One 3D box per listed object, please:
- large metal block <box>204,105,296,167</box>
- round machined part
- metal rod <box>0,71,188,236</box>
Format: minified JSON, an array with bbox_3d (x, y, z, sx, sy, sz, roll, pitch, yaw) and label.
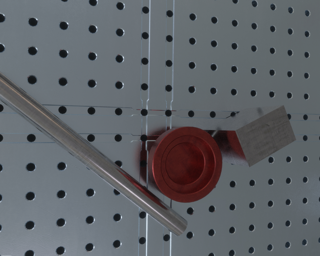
[{"bbox_3d":[0.121,0.009,0.428,0.081,0.080,0.050,-26,99,-18],"label":"large metal block"},{"bbox_3d":[0.030,0.047,0.415,0.099,0.042,0.097,0,90,-20],"label":"round machined part"},{"bbox_3d":[-0.080,0.040,0.383,0.300,0.025,0.025,42,77,-15],"label":"metal rod"}]
